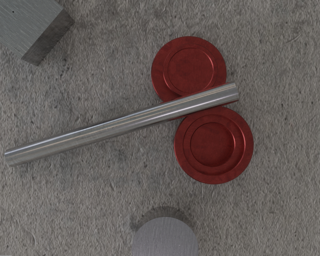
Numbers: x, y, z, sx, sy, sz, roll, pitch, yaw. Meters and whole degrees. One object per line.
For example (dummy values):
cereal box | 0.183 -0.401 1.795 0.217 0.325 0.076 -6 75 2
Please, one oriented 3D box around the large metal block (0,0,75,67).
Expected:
large metal block | -0.172 -0.139 0.396 0.080 0.050 0.080 40 90 0

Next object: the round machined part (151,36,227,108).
round machined part | 0.038 -0.071 0.402 0.099 0.042 0.097 0 90 0

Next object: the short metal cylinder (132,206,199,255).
short metal cylinder | 0.006 0.147 0.398 0.081 0.050 0.079 0 90 0

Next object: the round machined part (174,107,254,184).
round machined part | 0.067 0.021 0.402 0.099 0.042 0.097 0 90 0

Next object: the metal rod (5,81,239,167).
metal rod | -0.053 -0.002 0.386 0.301 0.025 0.025 -16 90 9
